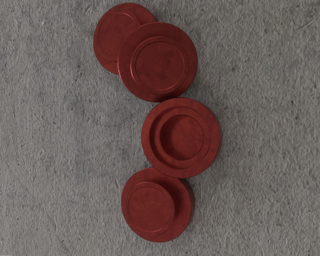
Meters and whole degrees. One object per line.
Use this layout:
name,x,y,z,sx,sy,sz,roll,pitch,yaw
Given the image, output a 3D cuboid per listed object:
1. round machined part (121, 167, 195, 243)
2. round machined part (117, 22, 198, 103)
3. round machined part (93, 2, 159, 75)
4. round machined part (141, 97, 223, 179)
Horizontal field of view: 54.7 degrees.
round machined part,-0.007,0.100,0.402,0.098,0.042,0.097,0,90,20
round machined part,-0.002,-0.078,0.377,0.099,0.042,0.097,-2,109,-6
round machined part,-0.048,-0.120,0.417,0.098,0.042,0.097,0,90,20
round machined part,0.029,0.012,0.389,0.098,0.042,0.097,0,90,20
